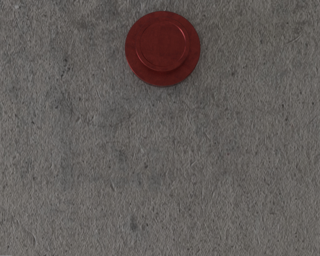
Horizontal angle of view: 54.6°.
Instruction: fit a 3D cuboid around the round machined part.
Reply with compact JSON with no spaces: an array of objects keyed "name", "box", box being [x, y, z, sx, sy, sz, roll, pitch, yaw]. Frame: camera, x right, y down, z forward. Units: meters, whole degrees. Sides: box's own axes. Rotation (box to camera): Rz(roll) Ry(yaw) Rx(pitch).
[{"name":"round machined part","box":[0.004,-0.104,0.401,0.099,0.042,0.097,0,90,0]}]
